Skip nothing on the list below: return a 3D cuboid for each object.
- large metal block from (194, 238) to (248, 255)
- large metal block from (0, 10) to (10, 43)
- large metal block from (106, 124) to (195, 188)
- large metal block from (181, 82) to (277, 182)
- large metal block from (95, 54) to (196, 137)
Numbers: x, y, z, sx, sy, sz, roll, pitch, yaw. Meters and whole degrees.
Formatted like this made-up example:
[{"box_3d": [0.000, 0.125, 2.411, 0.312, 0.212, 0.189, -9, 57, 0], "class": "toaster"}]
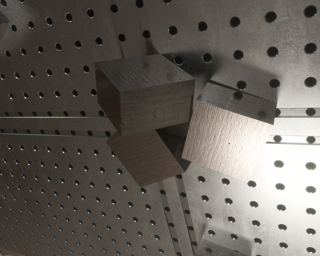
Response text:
[{"box_3d": [0.093, 0.234, 0.490, 0.080, 0.050, 0.079, 14, 124, 19], "class": "large metal block"}, {"box_3d": [-0.276, -0.151, 0.444, 0.080, 0.050, 0.080, 48, 129, -6], "class": "large metal block"}, {"box_3d": [-0.010, 0.024, 0.414, 0.080, 0.050, 0.080, -26, 105, 36], "class": "large metal block"}, {"box_3d": [0.077, 0.004, 0.354, 0.080, 0.050, 0.079, 19, 126, 13], "class": "large metal block"}, {"box_3d": [-0.019, -0.040, 0.339, 0.080, 0.081, 0.050, 48, 144, 48], "class": "large metal block"}]
